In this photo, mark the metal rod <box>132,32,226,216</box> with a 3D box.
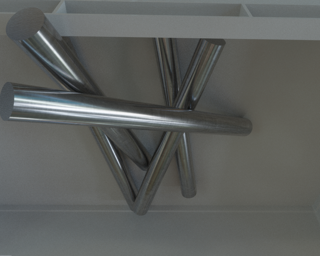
[{"bbox_3d":[0.010,0.021,0.393,0.025,0.025,0.298,12,131,-11],"label":"metal rod"}]

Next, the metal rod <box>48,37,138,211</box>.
[{"bbox_3d":[-0.073,0.019,0.424,0.025,0.025,0.299,-11,130,8],"label":"metal rod"}]

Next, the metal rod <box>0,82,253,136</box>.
[{"bbox_3d":[0.007,-0.009,0.305,0.302,0.025,0.025,4,139,-46],"label":"metal rod"}]

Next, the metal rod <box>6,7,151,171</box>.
[{"bbox_3d":[-0.050,-0.006,0.320,0.025,0.025,0.300,-10,156,8],"label":"metal rod"}]

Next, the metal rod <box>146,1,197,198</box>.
[{"bbox_3d":[0.023,-0.009,0.401,0.025,0.025,0.298,-7,130,6],"label":"metal rod"}]
